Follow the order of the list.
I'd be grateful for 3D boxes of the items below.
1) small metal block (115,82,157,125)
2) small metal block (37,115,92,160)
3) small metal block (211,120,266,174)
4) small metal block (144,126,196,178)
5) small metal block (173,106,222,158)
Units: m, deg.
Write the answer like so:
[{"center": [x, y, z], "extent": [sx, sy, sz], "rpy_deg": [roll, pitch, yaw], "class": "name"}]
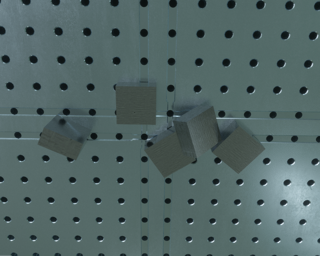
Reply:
[{"center": [-0.030, -0.032, 0.401], "extent": [0.050, 0.025, 0.050], "rpy_deg": [1, 110, -1], "class": "small metal block"}, {"center": [-0.122, 0.011, 0.403], "extent": [0.050, 0.050, 0.025], "rpy_deg": [24, 108, -9], "class": "small metal block"}, {"center": [0.105, 0.026, 0.424], "extent": [0.050, 0.025, 0.050], "rpy_deg": [39, 105, -13], "class": "small metal block"}, {"center": [0.014, 0.032, 0.425], "extent": [0.050, 0.025, 0.050], "rpy_deg": [-31, 107, 11], "class": "small metal block"}, {"center": [0.049, 0.004, 0.401], "extent": [0.050, 0.025, 0.050], "rpy_deg": [-31, 113, -33], "class": "small metal block"}]
